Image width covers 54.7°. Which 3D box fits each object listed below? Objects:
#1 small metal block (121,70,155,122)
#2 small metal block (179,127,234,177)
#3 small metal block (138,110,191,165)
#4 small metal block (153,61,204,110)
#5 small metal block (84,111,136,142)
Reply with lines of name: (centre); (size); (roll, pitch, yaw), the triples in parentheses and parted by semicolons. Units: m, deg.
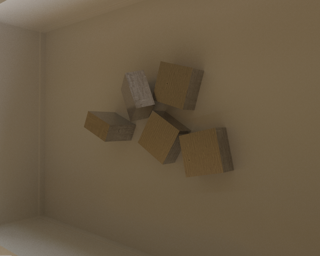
small metal block: (-0.031, -0.042, 0.415); (0.050, 0.025, 0.050); (126, 129, -67)
small metal block: (0.054, 0.029, 0.361); (0.050, 0.025, 0.050); (-15, 81, 38)
small metal block: (0.005, 0.011, 0.401); (0.050, 0.025, 0.050); (39, 113, 33)
small metal block: (0.022, -0.053, 0.387); (0.050, 0.025, 0.050); (21, 103, 37)
small metal block: (-0.072, -0.003, 0.448); (0.050, 0.050, 0.025); (30, 109, 36)
